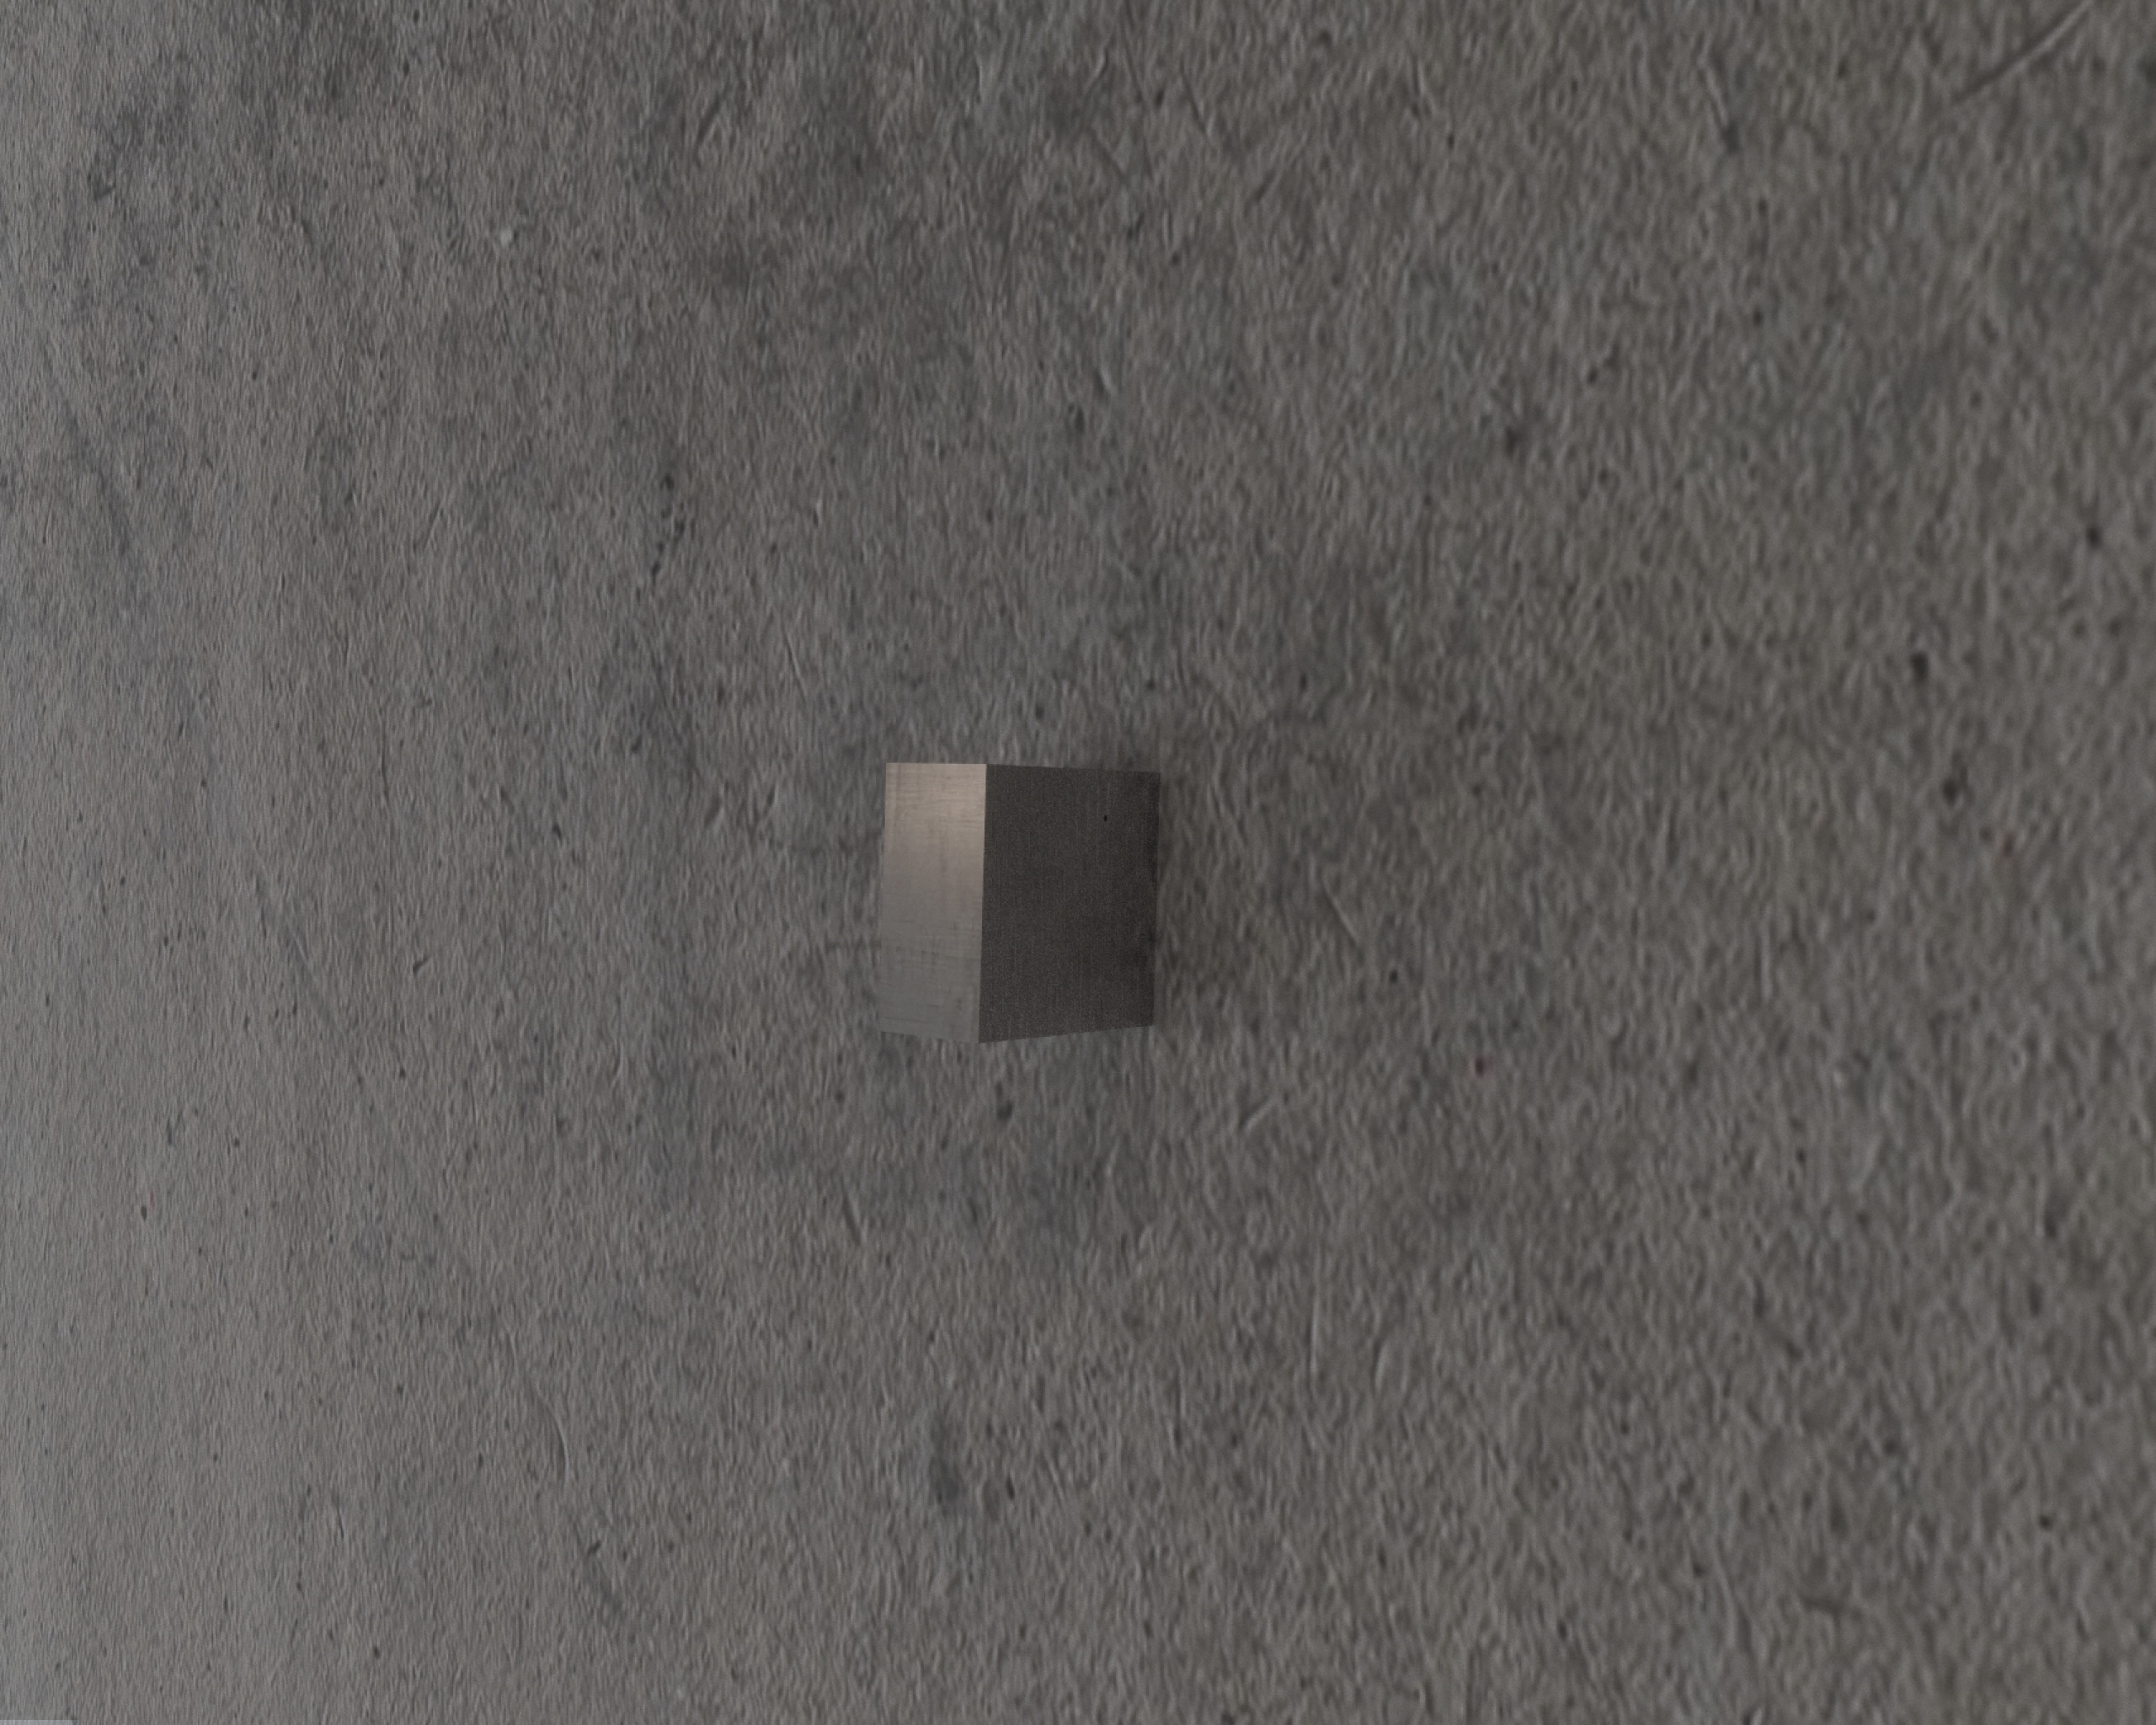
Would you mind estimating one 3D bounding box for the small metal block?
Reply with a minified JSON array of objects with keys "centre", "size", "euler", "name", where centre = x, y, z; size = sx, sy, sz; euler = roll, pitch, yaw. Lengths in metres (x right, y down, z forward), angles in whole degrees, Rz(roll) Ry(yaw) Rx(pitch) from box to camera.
[{"centre":[-0.010,0.007,0.398],"size":[0.025,0.050,0.050],"euler":[3,92,40],"name":"small metal block"}]
